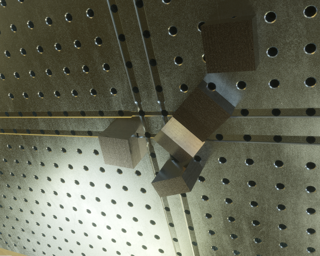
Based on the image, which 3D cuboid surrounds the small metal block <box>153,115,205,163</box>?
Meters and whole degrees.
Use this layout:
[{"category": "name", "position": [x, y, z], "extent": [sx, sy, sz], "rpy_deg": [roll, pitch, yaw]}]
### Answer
[{"category": "small metal block", "position": [0.022, 0.016, 0.394], "extent": [0.050, 0.025, 0.050], "rpy_deg": [41, 161, 0]}]

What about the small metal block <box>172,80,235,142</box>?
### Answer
[{"category": "small metal block", "position": [0.052, -0.020, 0.369], "extent": [0.050, 0.025, 0.050], "rpy_deg": [41, 125, 0]}]

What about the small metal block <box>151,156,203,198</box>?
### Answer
[{"category": "small metal block", "position": [0.024, 0.065, 0.422], "extent": [0.050, 0.050, 0.025], "rpy_deg": [-20, 108, 35]}]

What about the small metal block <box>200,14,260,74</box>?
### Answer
[{"category": "small metal block", "position": [0.073, -0.086, 0.319], "extent": [0.050, 0.025, 0.050], "rpy_deg": [1, 119, 27]}]

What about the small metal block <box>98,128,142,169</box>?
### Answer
[{"category": "small metal block", "position": [-0.059, 0.030, 0.459], "extent": [0.050, 0.025, 0.050], "rpy_deg": [6, 121, 24]}]
